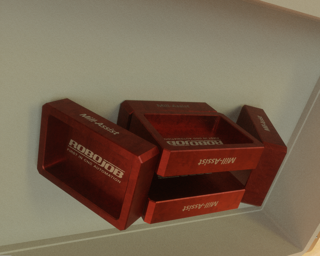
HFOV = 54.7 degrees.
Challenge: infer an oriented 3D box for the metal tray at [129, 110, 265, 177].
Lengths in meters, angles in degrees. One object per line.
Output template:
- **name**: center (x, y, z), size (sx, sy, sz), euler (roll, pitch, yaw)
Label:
- **metal tray**: center (0.041, 0.013, 0.355), size (0.131, 0.090, 0.030), euler (0, 118, -29)

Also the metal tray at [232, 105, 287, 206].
- **metal tray**: center (0.126, 0.033, 0.429), size (0.030, 0.130, 0.089), euler (14, 115, -2)

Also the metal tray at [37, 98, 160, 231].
- **metal tray**: center (-0.071, 0.035, 0.324), size (0.030, 0.130, 0.089), euler (-26, 137, -55)

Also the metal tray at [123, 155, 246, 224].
- **metal tray**: center (0.027, 0.066, 0.381), size (0.131, 0.090, 0.030), euler (-1, 118, -29)

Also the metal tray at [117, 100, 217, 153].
- **metal tray**: center (0.007, 0.011, 0.414), size (0.131, 0.030, 0.089), euler (-1, 119, -29)
